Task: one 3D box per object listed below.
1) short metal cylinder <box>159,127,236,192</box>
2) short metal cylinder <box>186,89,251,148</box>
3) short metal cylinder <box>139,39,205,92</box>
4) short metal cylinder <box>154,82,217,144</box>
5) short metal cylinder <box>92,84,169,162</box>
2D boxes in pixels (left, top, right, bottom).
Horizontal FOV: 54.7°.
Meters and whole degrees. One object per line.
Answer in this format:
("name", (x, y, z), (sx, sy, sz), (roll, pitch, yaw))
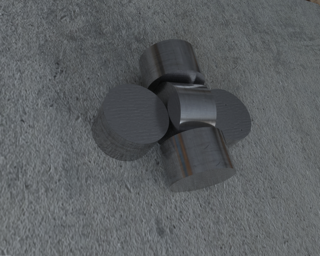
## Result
("short metal cylinder", (0.044, 0.040, 0.370), (0.081, 0.080, 0.050), (0, 62, -28))
("short metal cylinder", (0.080, -0.008, 0.436), (0.081, 0.050, 0.080), (13, 57, -21))
("short metal cylinder", (0.015, -0.075, 0.424), (0.081, 0.080, 0.050), (0, 62, -28))
("short metal cylinder", (0.027, -0.017, 0.396), (0.050, 0.080, 0.080), (0, 62, -28))
("short metal cylinder", (-0.036, -0.006, 0.373), (0.081, 0.050, 0.080), (14, 55, -21))
